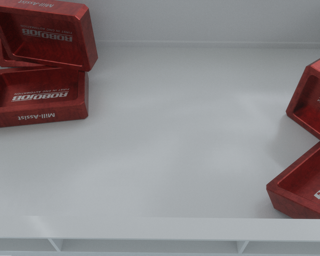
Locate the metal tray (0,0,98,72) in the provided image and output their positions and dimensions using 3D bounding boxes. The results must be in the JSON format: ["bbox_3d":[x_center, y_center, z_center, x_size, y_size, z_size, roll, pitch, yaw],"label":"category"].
[{"bbox_3d":[-0.159,-0.131,0.431,0.131,0.090,0.030,10,51,8],"label":"metal tray"}]

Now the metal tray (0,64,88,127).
[{"bbox_3d":[-0.170,-0.049,0.441,0.131,0.030,0.090,-6,50,-5],"label":"metal tray"}]

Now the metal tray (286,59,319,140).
[{"bbox_3d":[0.226,-0.015,0.376,0.030,0.090,0.130,-30,56,-22],"label":"metal tray"}]

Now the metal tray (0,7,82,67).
[{"bbox_3d":[-0.183,-0.140,0.479,0.131,0.089,0.030,-1,11,-1],"label":"metal tray"}]

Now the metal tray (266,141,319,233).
[{"bbox_3d":[0.189,0.049,0.320,0.131,0.030,0.090,-33,22,-16],"label":"metal tray"}]
